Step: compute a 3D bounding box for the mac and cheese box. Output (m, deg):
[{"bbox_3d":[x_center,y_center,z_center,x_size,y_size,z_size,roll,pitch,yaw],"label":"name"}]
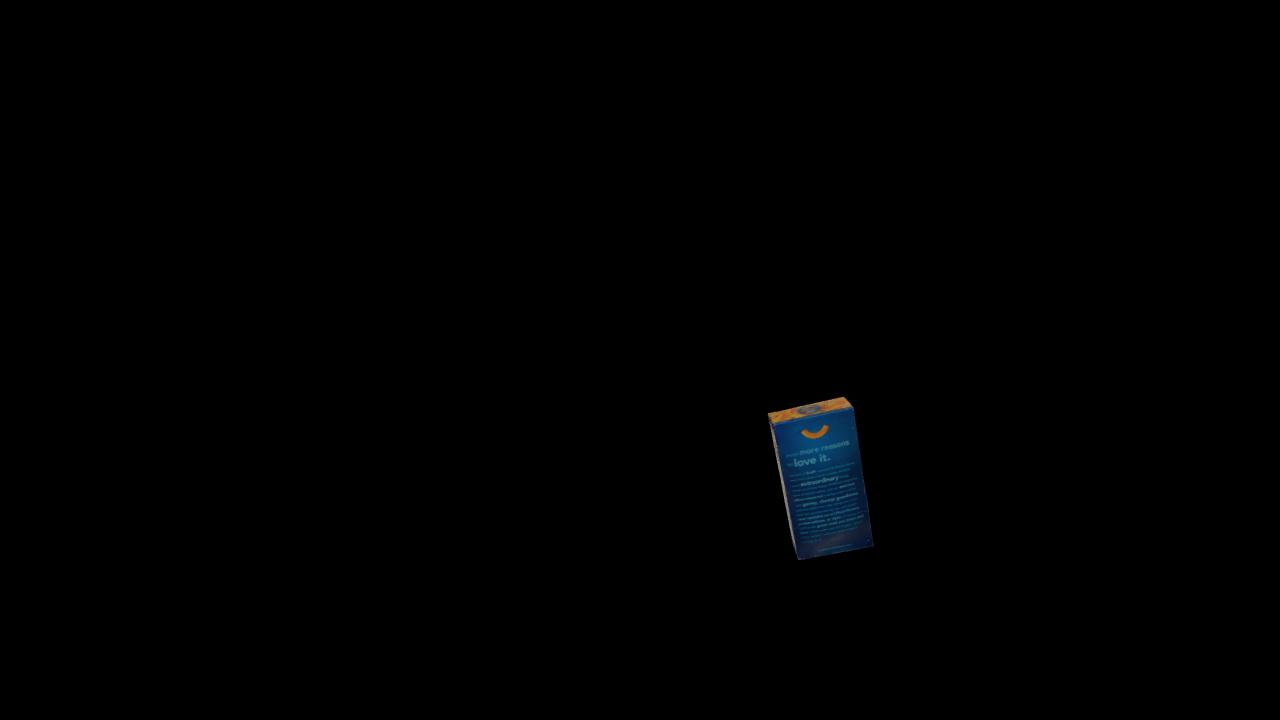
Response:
[{"bbox_3d":[0.212,0.141,0.721,0.093,0.184,0.041,-12,17,5],"label":"mac and cheese box"}]
